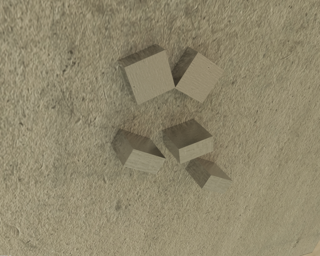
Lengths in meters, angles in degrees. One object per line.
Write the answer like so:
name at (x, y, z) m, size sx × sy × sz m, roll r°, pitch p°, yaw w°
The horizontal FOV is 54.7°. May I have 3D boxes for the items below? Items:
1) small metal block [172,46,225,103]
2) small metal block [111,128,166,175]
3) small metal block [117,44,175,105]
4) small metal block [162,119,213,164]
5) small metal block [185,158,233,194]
small metal block at (0.044, -0.066, 0.390) m, size 0.050 × 0.025 × 0.050 m, roll 24°, pitch 106°, yaw -37°
small metal block at (-0.028, 0.030, 0.393) m, size 0.050 × 0.050 × 0.025 m, roll 21°, pitch 107°, yaw -36°
small metal block at (-0.015, -0.062, 0.360) m, size 0.050 × 0.025 × 0.050 m, roll -27°, pitch 128°, yaw -12°
small metal block at (0.037, 0.017, 0.421) m, size 0.050 × 0.050 × 0.025 m, roll -19°, pitch 126°, yaw -17°
small metal block at (0.075, 0.072, 0.476) m, size 0.050 × 0.050 × 0.025 m, roll 20°, pitch 108°, yaw -36°
